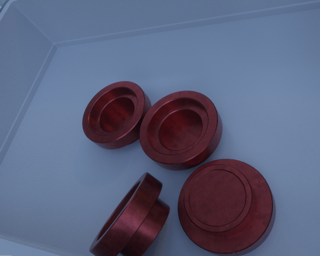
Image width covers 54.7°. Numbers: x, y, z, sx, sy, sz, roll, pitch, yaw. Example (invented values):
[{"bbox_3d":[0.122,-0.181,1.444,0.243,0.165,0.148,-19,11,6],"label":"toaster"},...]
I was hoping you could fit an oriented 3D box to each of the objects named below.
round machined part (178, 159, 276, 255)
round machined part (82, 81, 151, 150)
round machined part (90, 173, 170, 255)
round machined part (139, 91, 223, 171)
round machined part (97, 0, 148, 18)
[{"bbox_3d":[0.063,0.076,0.315,0.098,0.042,0.098,-13,56,21],"label":"round machined part"},{"bbox_3d":[-0.055,-0.014,0.433,0.098,0.042,0.098,-13,56,21],"label":"round machined part"},{"bbox_3d":[-0.026,0.098,0.325,0.042,0.098,0.098,37,81,-2],"label":"round machined part"},{"bbox_3d":[0.028,0.006,0.376,0.098,0.042,0.098,-13,56,21],"label":"round machined part"},{"bbox_3d":[-0.060,-0.230,0.554,0.098,0.042,0.098,-15,28,9],"label":"round machined part"}]
